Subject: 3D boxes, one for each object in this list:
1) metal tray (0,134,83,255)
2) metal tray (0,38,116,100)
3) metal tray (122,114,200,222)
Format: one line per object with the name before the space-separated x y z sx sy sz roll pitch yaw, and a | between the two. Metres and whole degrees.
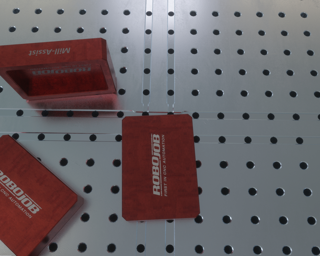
metal tray | -0.173 0.081 0.379 0.130 0.030 0.090 37 74 12
metal tray | -0.128 -0.074 0.403 0.131 0.090 0.030 -5 70 -2
metal tray | -0.001 0.049 0.391 0.090 0.030 0.130 -2 70 -1
